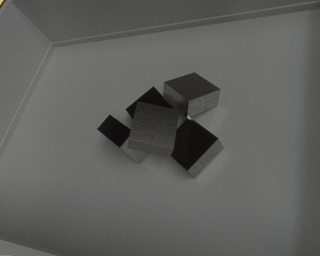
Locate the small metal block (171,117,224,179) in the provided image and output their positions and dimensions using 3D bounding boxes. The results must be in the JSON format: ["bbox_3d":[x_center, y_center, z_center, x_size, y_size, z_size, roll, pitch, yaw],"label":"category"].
[{"bbox_3d":[0.038,0.023,0.368,0.050,0.025,0.050,-46,52,-4],"label":"small metal block"}]

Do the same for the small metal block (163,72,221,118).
[{"bbox_3d":[0.040,-0.043,0.394,0.050,0.025,0.050,-22,45,-28],"label":"small metal block"}]

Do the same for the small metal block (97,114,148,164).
[{"bbox_3d":[-0.045,0.015,0.400,0.050,0.050,0.025,33,80,38],"label":"small metal block"}]

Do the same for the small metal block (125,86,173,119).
[{"bbox_3d":[-0.011,-0.021,0.419,0.050,0.025,0.050,-39,51,1],"label":"small metal block"}]

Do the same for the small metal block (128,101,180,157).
[{"bbox_3d":[-0.007,0.001,0.359,0.050,0.025,0.050,12,63,-3],"label":"small metal block"}]
